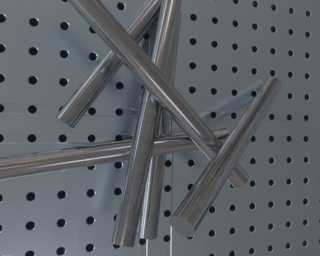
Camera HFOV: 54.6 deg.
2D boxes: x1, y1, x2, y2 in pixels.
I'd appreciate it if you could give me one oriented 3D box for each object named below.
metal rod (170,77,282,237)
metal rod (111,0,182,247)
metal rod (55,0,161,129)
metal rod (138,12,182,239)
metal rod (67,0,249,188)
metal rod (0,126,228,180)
[{"bbox_3d":[0.097,0.010,0.375,0.025,0.025,0.301,57,45,-11],"label":"metal rod"},{"bbox_3d":[-0.012,-0.019,0.363,0.025,0.025,0.299,15,77,-19],"label":"metal rod"},{"bbox_3d":[-0.030,-0.127,0.401,0.025,0.025,0.300,38,78,-16],"label":"metal rod"},{"bbox_3d":[0.000,-0.006,0.412,0.025,0.025,0.299,7,88,-20],"label":"metal rod"},{"bbox_3d":[0.006,-0.038,0.345,0.025,0.025,0.300,-48,110,-14],"label":"metal rod"},{"bbox_3d":[-0.061,0.030,0.371,0.302,0.025,0.025,-8,93,-13],"label":"metal rod"}]
